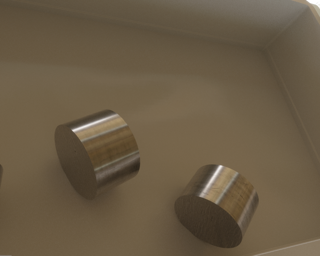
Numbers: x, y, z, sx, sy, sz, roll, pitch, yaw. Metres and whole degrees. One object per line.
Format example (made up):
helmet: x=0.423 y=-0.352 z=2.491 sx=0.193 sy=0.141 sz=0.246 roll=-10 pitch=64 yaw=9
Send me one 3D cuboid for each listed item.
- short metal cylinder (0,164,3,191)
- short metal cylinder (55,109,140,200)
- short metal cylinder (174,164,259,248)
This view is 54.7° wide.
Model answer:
short metal cylinder: x=-0.172 y=0.054 z=0.245 sx=0.081 sy=0.080 sz=0.050 roll=8 pitch=58 yaw=-24
short metal cylinder: x=-0.065 y=0.026 z=0.319 sx=0.050 sy=0.080 sz=0.080 roll=-24 pitch=75 yaw=-36
short metal cylinder: x=0.064 y=0.088 z=0.351 sx=0.080 sy=0.080 sz=0.050 roll=43 pitch=51 yaw=1
